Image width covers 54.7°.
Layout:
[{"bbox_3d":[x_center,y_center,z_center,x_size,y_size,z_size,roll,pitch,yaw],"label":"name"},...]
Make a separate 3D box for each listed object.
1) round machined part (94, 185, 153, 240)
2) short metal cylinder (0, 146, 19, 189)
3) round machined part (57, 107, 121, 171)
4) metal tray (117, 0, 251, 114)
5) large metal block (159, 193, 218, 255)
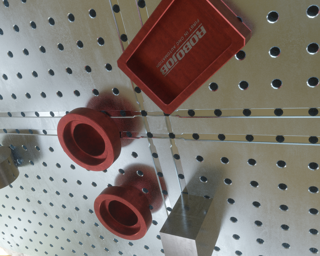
[{"bbox_3d":[-0.056,0.135,0.513,0.098,0.042,0.097,13,124,21],"label":"round machined part"},{"bbox_3d":[-0.319,0.077,0.592,0.080,0.080,0.050,8,122,24],"label":"short metal cylinder"},{"bbox_3d":[-0.100,0.013,0.461,0.098,0.042,0.097,13,124,21],"label":"round machined part"},{"bbox_3d":[0.021,-0.086,0.343,0.090,0.030,0.129,45,129,-3],"label":"metal tray"},{"bbox_3d":[0.045,0.155,0.448,0.050,0.080,0.079,4,120,26],"label":"large metal block"}]
